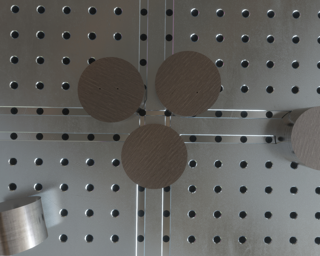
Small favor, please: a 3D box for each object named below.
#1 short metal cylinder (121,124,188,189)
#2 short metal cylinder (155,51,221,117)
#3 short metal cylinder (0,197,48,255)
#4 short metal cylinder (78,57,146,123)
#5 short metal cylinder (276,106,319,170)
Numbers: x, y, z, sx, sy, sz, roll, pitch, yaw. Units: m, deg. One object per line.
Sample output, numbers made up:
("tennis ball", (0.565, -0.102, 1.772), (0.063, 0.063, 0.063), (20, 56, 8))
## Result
("short metal cylinder", (-0.007, 0.034, 0.401), (0.081, 0.050, 0.079), (0, 90, -1))
("short metal cylinder", (0.034, -0.054, 0.401), (0.081, 0.050, 0.079), (0, 90, -1))
("short metal cylinder", (-0.185, 0.120, 0.384), (0.080, 0.080, 0.050), (-10, 90, 0))
("short metal cylinder", (-0.060, -0.047, 0.400), (0.081, 0.050, 0.079), (0, 90, -1))
("short metal cylinder", (0.200, 0.012, 0.404), (0.081, 0.050, 0.079), (0, 90, -1))
